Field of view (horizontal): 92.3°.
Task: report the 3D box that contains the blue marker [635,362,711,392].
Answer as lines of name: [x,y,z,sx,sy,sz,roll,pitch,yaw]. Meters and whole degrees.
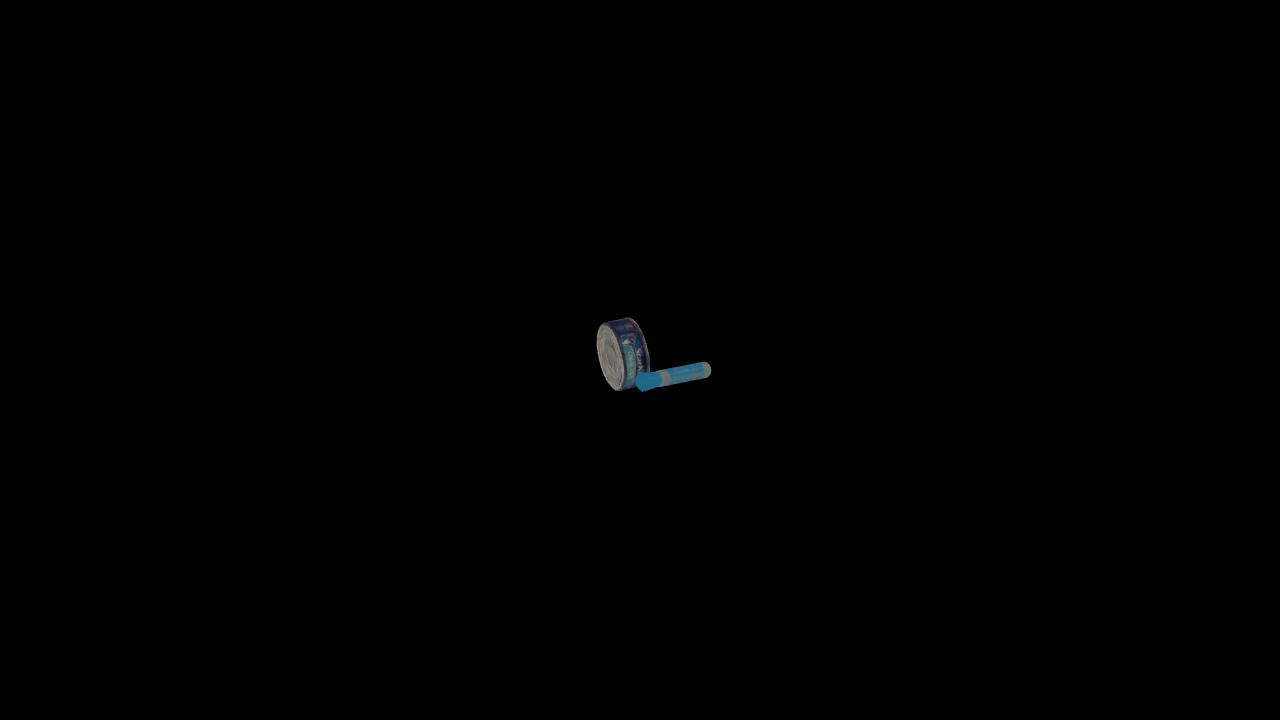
blue marker: [0.036,0.017,0.650,0.020,0.020,0.121,0,6,38]

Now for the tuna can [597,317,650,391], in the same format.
tuna can: [-0.021,-0.007,0.726,0.034,0.084,0.084,-13,5,-23]
